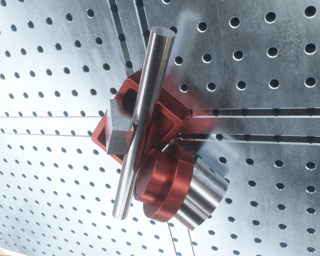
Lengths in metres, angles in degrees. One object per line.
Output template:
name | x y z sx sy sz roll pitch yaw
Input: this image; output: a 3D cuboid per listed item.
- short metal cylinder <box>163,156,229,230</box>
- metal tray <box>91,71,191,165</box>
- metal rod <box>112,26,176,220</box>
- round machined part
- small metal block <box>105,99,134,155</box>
short metal cylinder | 0.043 0.083 0.402 0.050 0.080 0.080 40 129 1
metal tray | -0.030 -0.001 0.421 0.090 0.030 0.129 40 129 0
metal rod | -0.030 0.019 0.398 0.025 0.025 0.298 25 127 12
round machined part | -0.001 0.064 0.389 0.042 0.098 0.097 24 130 -14
small metal block | -0.053 -0.001 0.393 0.025 0.050 0.050 2 140 -18
